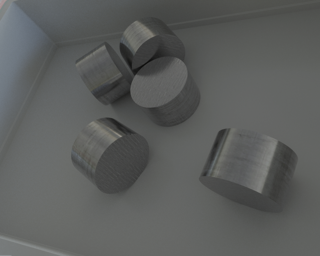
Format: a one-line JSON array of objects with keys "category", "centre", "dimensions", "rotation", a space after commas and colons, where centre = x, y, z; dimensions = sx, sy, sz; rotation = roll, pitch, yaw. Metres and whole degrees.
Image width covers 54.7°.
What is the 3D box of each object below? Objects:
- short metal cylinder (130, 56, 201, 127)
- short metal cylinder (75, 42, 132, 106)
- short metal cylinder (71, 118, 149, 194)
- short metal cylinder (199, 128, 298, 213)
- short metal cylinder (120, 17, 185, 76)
[{"category": "short metal cylinder", "centre": [0.008, -0.048, 0.415], "dimensions": [0.080, 0.050, 0.080], "rotation": [-13, 56, 21]}, {"category": "short metal cylinder", "centre": [-0.080, -0.080, 0.462], "dimensions": [0.050, 0.080, 0.080], "rotation": [-31, 52, 8]}, {"category": "short metal cylinder", "centre": [-0.060, 0.033, 0.382], "dimensions": [0.050, 0.080, 0.080], "rotation": [30, 78, 37]}, {"category": "short metal cylinder", "centre": [0.085, 0.042, 0.300], "dimensions": [0.080, 0.080, 0.050], "rotation": [13, 69, 33]}, {"category": "short metal cylinder", "centre": [-0.011, -0.110, 0.444], "dimensions": [0.080, 0.080, 0.050], "rotation": [-35, 51, 5]}]
